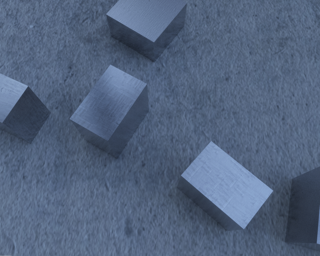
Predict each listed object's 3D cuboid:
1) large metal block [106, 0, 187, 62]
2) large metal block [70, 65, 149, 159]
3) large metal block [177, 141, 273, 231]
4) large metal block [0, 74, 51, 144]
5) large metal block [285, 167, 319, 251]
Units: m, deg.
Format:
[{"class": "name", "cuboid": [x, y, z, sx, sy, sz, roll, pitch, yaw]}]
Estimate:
[{"class": "large metal block", "cuboid": [-0.018, -0.157, 0.452, 0.080, 0.050, 0.080, 33, 73, 11]}, {"class": "large metal block", "cuboid": [-0.057, -0.017, 0.384, 0.050, 0.080, 0.080, 29, 73, 10]}, {"class": "large metal block", "cuboid": [0.068, 0.070, 0.354, 0.080, 0.080, 0.050, 40, 75, 13]}, {"class": "large metal block", "cuboid": [-0.197, -0.029, 0.387, 0.080, 0.080, 0.050, 24, 72, 8]}, {"class": "large metal block", "cuboid": [0.185, 0.094, 0.347, 0.050, 0.080, 0.080, 14, 71, 5]}]
